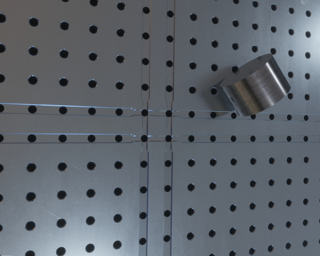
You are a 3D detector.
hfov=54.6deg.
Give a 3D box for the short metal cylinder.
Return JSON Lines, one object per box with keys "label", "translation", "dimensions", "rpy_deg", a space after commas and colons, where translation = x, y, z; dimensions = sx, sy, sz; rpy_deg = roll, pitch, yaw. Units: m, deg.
{"label": "short metal cylinder", "translation": [0.132, -0.060, 0.431], "dimensions": [0.080, 0.080, 0.050], "rpy_deg": [-39, 103, -16]}
